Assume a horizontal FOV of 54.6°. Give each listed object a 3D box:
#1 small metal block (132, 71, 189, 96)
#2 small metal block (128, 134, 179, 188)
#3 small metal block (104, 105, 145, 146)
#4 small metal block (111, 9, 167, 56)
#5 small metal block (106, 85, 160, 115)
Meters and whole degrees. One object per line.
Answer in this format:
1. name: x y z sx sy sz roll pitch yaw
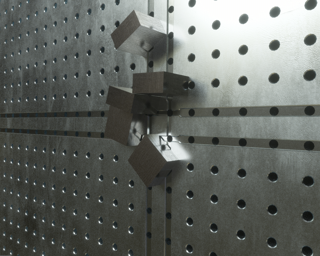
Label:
1. small metal block: 0.001 -0.055 0.393 0.050 0.050 0.025 4 93 40
2. small metal block: -0.010 0.043 0.419 0.050 0.025 0.050 50 119 28
3. small metal block: -0.052 -0.006 0.454 0.050 0.025 0.050 21 103 38
4. small metal block: -0.029 -0.126 0.418 0.050 0.050 0.025 -34 69 35
5. small metal block: -0.037 -0.038 0.425 0.050 0.050 0.025 23 104 38
